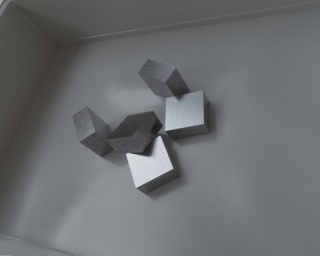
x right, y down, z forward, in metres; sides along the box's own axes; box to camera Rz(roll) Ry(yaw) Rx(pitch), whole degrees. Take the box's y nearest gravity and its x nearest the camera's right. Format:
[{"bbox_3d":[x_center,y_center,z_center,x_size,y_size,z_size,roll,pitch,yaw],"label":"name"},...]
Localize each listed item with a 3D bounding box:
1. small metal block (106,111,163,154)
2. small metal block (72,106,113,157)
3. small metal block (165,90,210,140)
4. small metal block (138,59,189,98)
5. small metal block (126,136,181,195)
[{"bbox_3d":[-0.032,0.006,0.398,0.050,0.025,0.050,-7,34,44],"label":"small metal block"},{"bbox_3d":[-0.092,0.006,0.433,0.025,0.050,0.050,-33,52,7],"label":"small metal block"},{"bbox_3d":[0.035,-0.016,0.396,0.050,0.025,0.050,-11,57,22],"label":"small metal block"},{"bbox_3d":[0.006,-0.064,0.425,0.050,0.050,0.025,25,76,36],"label":"small metal block"},{"bbox_3d":[-0.009,0.046,0.381,0.050,0.025,0.050,-29,52,9],"label":"small metal block"}]
